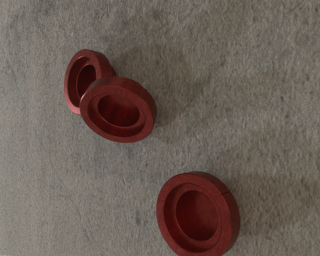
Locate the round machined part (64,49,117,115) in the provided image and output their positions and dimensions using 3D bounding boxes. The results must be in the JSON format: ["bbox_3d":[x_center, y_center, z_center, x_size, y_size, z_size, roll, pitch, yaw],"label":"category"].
[{"bbox_3d":[-0.102,-0.067,0.473,0.098,0.042,0.097,-3,86,43],"label":"round machined part"}]

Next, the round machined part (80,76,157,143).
[{"bbox_3d":[-0.052,-0.029,0.412,0.098,0.098,0.042,-31,29,35],"label":"round machined part"}]

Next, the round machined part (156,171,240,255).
[{"bbox_3d":[0.047,0.098,0.354,0.098,0.042,0.097,0,90,39],"label":"round machined part"}]
